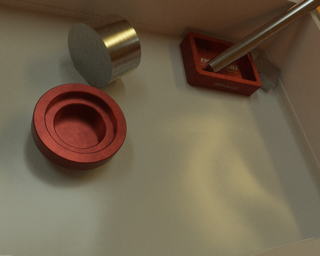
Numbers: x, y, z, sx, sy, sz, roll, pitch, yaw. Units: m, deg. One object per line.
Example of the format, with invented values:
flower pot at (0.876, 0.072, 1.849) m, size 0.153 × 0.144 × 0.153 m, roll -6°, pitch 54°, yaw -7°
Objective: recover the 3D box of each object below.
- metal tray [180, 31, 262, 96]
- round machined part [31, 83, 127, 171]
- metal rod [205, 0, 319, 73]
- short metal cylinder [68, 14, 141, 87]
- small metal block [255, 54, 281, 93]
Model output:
metal tray at (0.103, -0.107, 0.525) m, size 0.131 × 0.030 × 0.090 m, roll 7°, pitch 59°, yaw -25°
round machined part at (-0.091, 0.002, 0.346) m, size 0.099 × 0.042 × 0.098 m, roll 14°, pitch 56°, yaw -21°
metal rod at (0.203, -0.177, 0.517) m, size 0.301 × 0.025 × 0.025 m, roll -34°, pitch 80°, yaw -9°
short metal cylinder at (-0.071, -0.099, 0.394) m, size 0.080 × 0.080 × 0.050 m, roll 49°, pitch 51°, yaw 6°
small metal block at (0.191, -0.102, 0.574) m, size 0.050 × 0.025 × 0.050 m, roll 36°, pitch 51°, yaw -5°
